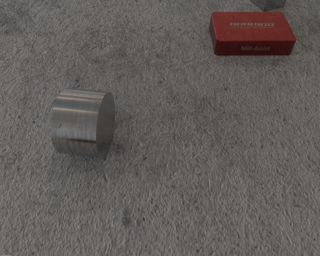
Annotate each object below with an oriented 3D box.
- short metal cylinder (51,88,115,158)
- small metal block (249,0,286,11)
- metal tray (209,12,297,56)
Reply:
[{"bbox_3d":[-0.089,-0.006,0.372,0.050,0.080,0.080,6,50,5],"label":"short metal cylinder"},{"bbox_3d":[0.219,-0.264,0.627,0.050,0.025,0.050,-17,52,-14],"label":"small metal block"},{"bbox_3d":[0.157,-0.166,0.541,0.131,0.030,0.090,0,50,-1],"label":"metal tray"}]
